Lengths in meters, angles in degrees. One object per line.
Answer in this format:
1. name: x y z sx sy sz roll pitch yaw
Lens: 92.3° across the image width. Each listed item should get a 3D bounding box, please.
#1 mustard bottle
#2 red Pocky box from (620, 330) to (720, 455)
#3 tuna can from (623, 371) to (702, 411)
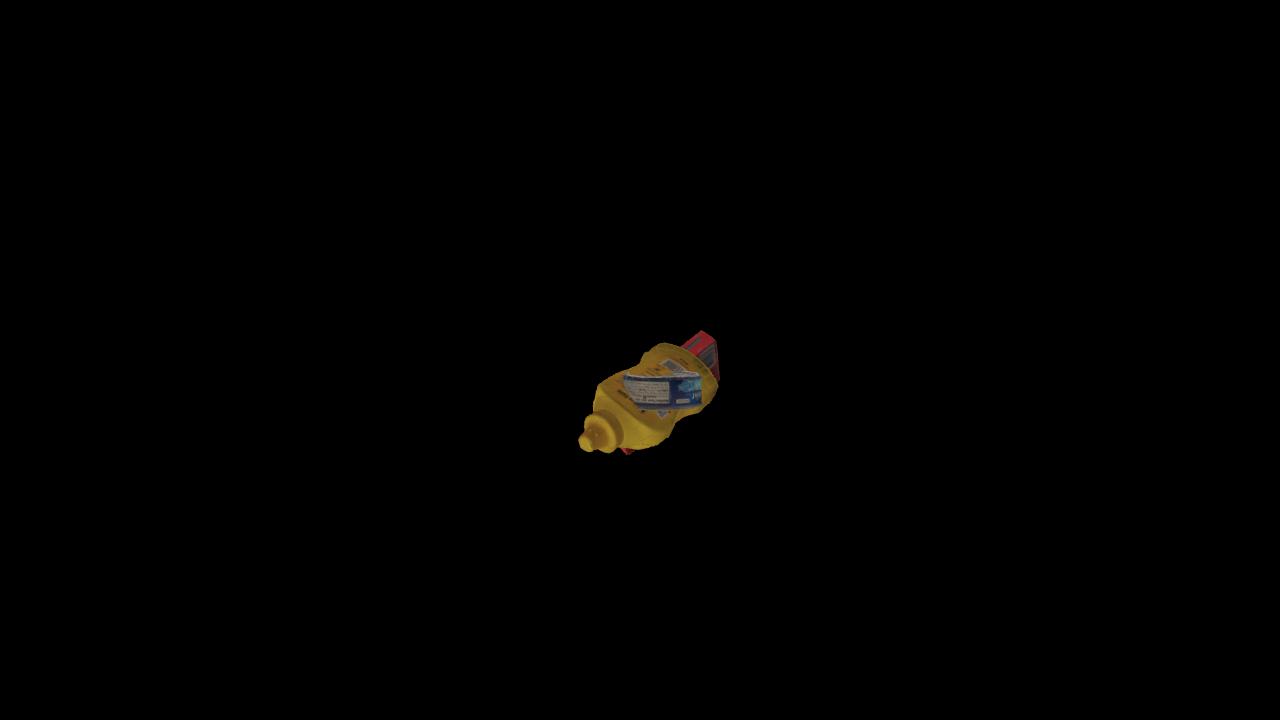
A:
1. mustard bottle: 0.001 0.046 0.647 0.092 0.054 0.184 42 42 14
2. red Pocky box: 0.029 0.038 0.725 0.155 0.083 0.028 -37 55 -18
3. tuna can: 0.023 0.030 0.641 0.084 0.034 0.084 0 4 0
